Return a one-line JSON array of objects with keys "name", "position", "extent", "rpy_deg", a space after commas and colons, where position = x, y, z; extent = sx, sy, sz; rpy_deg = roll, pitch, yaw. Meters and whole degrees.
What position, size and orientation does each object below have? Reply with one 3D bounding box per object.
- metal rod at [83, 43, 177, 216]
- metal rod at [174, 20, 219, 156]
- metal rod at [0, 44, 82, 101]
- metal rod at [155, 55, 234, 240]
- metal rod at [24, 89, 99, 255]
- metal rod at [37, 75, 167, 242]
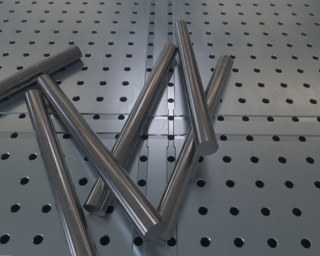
[{"name": "metal rod", "position": [-0.027, -0.021, 0.425], "extent": [0.025, 0.025, 0.300], "rpy_deg": [13, 51, 11]}, {"name": "metal rod", "position": [0.045, -0.081, 0.454], "extent": [0.025, 0.025, 0.300], "rpy_deg": [-2, 44, -2]}, {"name": "metal rod", "position": [-0.244, -0.047, 0.445], "extent": [0.302, 0.025, 0.025], "rpy_deg": [-37, 59, -27]}, {"name": "metal rod", "position": [0.052, 0.001, 0.407], "extent": [0.025, 0.025, 0.301], "rpy_deg": [16, 52, 13]}, {"name": "metal rod", "position": [-0.116, 0.058, 0.358], "extent": [0.025, 0.025, 0.300], "rpy_deg": [-20, 53, -16]}, {"name": "metal rod", "position": [-0.088, 0.012, 0.371], "extent": [0.025, 0.025, 0.300], "rpy_deg": [-28, 48, -21]}]
